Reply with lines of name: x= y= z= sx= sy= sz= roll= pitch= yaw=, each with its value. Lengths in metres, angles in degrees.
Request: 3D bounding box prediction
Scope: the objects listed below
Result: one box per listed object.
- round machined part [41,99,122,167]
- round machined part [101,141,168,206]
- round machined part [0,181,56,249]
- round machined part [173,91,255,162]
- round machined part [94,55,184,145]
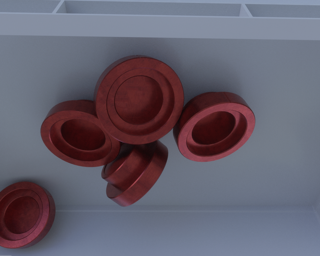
round machined part: x=-0.095 y=0.003 z=0.394 sx=0.099 sy=0.042 sz=0.097 roll=3 pitch=133 yaw=4
round machined part: x=-0.038 y=0.049 z=0.403 sx=0.042 sy=0.098 sz=0.098 roll=41 pitch=119 yaw=-19
round machined part: x=-0.209 y=0.136 z=0.481 sx=0.099 sy=0.098 sz=0.042 roll=-6 pitch=156 yaw=4
round machined part: x=0.063 y=-0.006 z=0.384 sx=0.099 sy=0.042 sz=0.097 roll=-10 pitch=134 yaw=-10
round machined part: x=-0.026 y=-0.034 z=0.352 sx=0.099 sy=0.042 sz=0.097 roll=-7 pitch=111 yaw=-18
